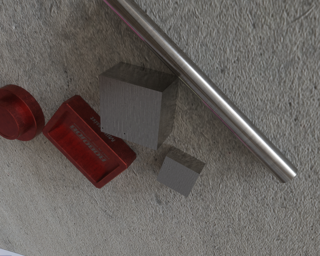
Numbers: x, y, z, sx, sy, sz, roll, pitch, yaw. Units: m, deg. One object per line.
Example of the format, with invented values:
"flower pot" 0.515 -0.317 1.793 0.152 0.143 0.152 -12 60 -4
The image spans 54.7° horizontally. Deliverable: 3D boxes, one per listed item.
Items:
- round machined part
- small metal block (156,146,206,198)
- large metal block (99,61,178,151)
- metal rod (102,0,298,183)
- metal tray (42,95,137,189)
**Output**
"round machined part" -0.245 -0.019 0.513 0.098 0.042 0.097 13 124 21
"small metal block" 0.028 0.061 0.430 0.050 0.025 0.050 28 128 10
"large metal block" -0.027 -0.029 0.387 0.080 0.050 0.079 18 125 18
"metal rod" 0.044 -0.050 0.352 0.300 0.025 0.025 45 129 -4
"metal tray" -0.110 0.024 0.476 0.130 0.030 0.090 47 129 -5
